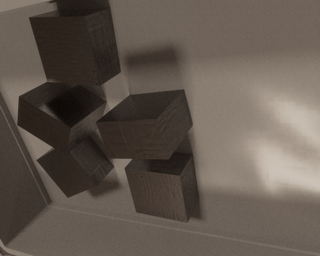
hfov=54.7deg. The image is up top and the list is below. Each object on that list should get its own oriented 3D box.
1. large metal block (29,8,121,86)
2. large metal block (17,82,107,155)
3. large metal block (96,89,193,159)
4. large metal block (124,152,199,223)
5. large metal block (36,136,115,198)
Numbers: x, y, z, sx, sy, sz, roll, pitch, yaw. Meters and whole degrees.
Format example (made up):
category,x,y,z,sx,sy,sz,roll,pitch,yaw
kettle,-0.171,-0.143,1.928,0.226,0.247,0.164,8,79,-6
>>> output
category,x,y,z,sx,sy,sz,roll,pitch,yaw
large metal block,-0.102,-0.101,0.382,0.080,0.050,0.079,8,122,24
large metal block,-0.134,-0.021,0.429,0.080,0.080,0.050,30,128,8
large metal block,-0.016,-0.005,0.377,0.080,0.080,0.050,-2,117,29
large metal block,0.005,0.079,0.438,0.080,0.050,0.079,4,120,26
large metal block,-0.135,0.057,0.497,0.080,0.050,0.080,-27,104,37
